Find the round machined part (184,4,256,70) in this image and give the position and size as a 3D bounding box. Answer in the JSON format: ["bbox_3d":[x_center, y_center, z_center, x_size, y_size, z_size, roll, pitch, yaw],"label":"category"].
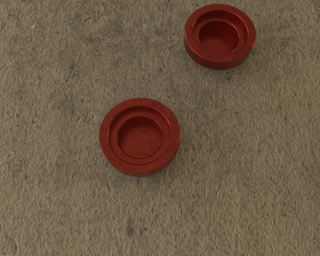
[{"bbox_3d":[0.083,-0.125,0.445,0.099,0.042,0.098,0,70,0],"label":"round machined part"}]

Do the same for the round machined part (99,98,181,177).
[{"bbox_3d":[-0.024,0.015,0.393,0.099,0.042,0.098,0,70,0],"label":"round machined part"}]
